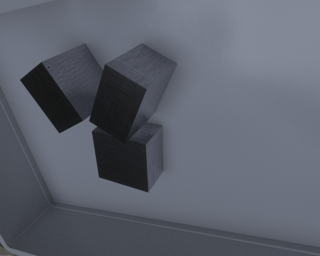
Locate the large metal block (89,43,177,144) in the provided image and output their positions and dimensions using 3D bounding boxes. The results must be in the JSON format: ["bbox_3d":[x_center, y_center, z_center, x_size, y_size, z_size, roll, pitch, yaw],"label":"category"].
[{"bbox_3d":[-0.031,-0.042,0.363,0.050,0.080,0.079,32,129,7],"label":"large metal block"}]

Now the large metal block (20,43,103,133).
[{"bbox_3d":[-0.113,-0.052,0.400,0.050,0.080,0.080,-23,106,36],"label":"large metal block"}]

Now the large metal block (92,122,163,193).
[{"bbox_3d":[-0.043,0.034,0.436,0.080,0.050,0.079,12,124,21],"label":"large metal block"}]
